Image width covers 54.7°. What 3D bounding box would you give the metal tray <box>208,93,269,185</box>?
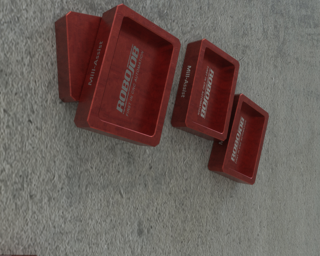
[{"bbox_3d":[0.132,0.020,0.511,0.090,0.030,0.130,27,73,-37],"label":"metal tray"}]

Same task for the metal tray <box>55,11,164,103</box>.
[{"bbox_3d":[-0.050,-0.076,0.359,0.131,0.030,0.089,-4,93,-40],"label":"metal tray"}]

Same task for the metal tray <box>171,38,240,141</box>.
[{"bbox_3d":[0.070,-0.053,0.459,0.091,0.030,0.129,20,77,-38],"label":"metal tray"}]

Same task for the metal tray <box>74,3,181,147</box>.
[{"bbox_3d":[-0.031,-0.052,0.335,0.091,0.030,0.129,20,77,-38],"label":"metal tray"}]
